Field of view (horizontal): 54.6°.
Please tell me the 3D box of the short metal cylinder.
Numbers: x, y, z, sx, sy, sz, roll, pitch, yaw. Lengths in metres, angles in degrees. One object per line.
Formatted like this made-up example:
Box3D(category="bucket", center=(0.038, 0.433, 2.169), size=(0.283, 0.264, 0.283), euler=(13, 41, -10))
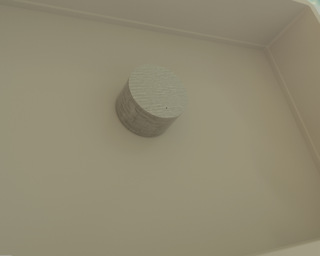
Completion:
Box3D(category="short metal cylinder", center=(-0.011, -0.035, 0.402), size=(0.081, 0.050, 0.080), euler=(13, 56, -21))
